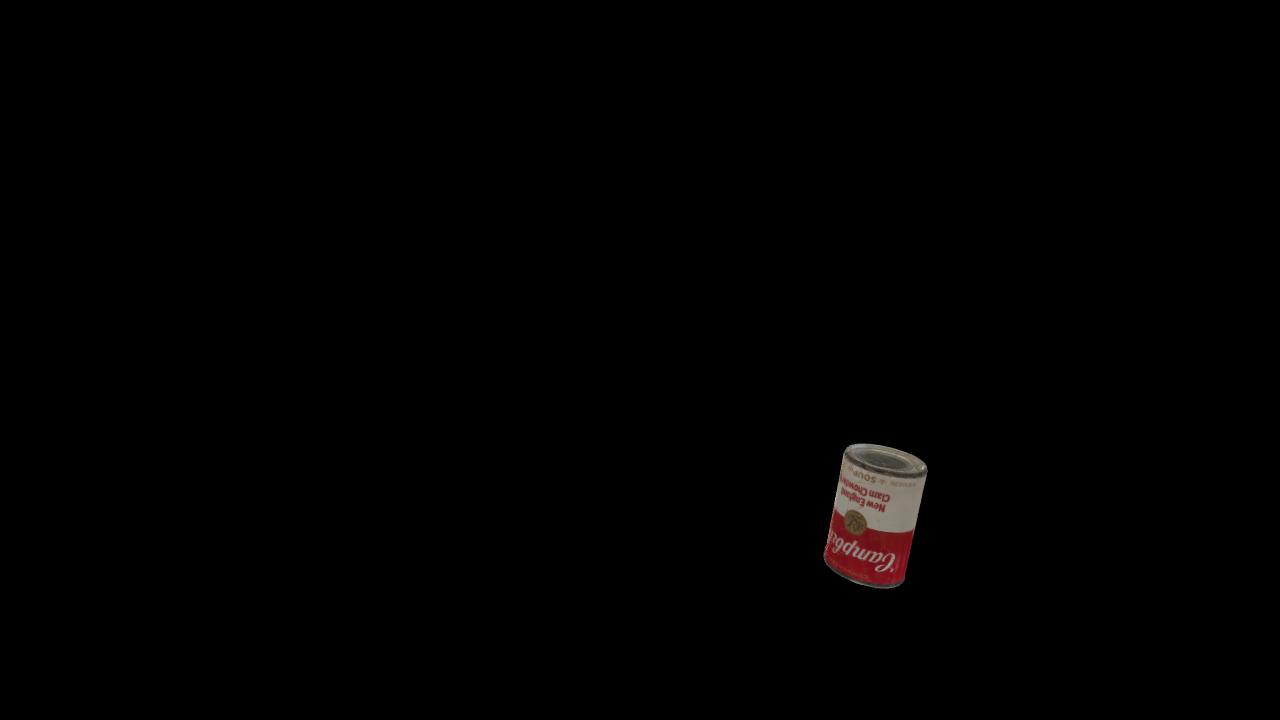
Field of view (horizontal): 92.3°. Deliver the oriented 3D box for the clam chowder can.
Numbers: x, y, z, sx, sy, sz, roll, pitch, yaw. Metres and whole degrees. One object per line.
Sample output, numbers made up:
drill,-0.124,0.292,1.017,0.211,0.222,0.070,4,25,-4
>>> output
clam chowder can,0.199,0.130,0.522,0.068,0.102,0.068,7,12,-1
